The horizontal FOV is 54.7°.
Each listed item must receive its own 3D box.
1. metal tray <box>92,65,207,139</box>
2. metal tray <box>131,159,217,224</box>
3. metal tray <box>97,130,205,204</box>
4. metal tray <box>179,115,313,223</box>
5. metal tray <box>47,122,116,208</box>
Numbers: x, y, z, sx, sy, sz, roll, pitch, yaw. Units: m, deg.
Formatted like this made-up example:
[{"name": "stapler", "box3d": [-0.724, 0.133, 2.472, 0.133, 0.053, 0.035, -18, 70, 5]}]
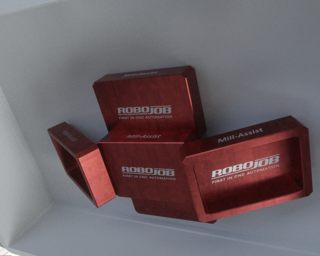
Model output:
[{"name": "metal tray", "box3d": [-0.014, -0.026, 0.393, 0.130, 0.030, 0.089, -1, 118, 28]}, {"name": "metal tray", "box3d": [0.016, 0.087, 0.447, 0.130, 0.030, 0.089, -1, 118, 28]}, {"name": "metal tray", "box3d": [-0.010, 0.050, 0.400, 0.130, 0.030, 0.089, -1, 118, 28]}, {"name": "metal tray", "box3d": [0.095, 0.047, 0.342, 0.131, 0.030, 0.089, -15, 115, 2]}, {"name": "metal tray", "box3d": [-0.118, 0.050, 0.457, 0.130, 0.030, 0.089, 24, 135, 51]}]
